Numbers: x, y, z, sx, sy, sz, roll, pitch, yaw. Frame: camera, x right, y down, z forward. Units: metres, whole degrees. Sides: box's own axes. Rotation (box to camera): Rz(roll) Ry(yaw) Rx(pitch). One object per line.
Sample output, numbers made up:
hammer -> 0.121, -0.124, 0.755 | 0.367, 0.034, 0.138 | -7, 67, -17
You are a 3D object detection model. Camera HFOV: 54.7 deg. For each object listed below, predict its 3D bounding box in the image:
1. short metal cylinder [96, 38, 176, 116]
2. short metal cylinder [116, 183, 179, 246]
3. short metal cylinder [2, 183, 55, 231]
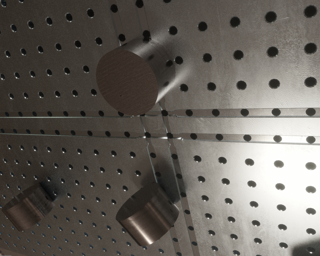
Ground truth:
short metal cylinder -> -0.028, -0.062, 0.370 | 0.080, 0.050, 0.079 | 13, 124, 20
short metal cylinder -> -0.019, 0.127, 0.463 | 0.080, 0.080, 0.050 | -30, 102, 37
short metal cylinder -> -0.254, 0.152, 0.601 | 0.080, 0.080, 0.050 | -21, 107, 35
